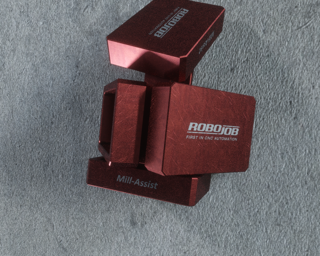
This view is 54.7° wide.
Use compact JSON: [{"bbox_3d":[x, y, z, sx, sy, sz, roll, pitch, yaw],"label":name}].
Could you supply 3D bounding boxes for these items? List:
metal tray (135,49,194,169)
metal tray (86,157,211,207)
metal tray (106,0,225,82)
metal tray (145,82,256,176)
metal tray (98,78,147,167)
[{"bbox_3d":[0.009,-0.021,0.371,0.030,0.090,0.129,8,93,19],"label":"metal tray"},{"bbox_3d":[-0.010,0.058,0.378,0.130,0.090,0.030,8,93,19],"label":"metal tray"},{"bbox_3d":[0.011,-0.109,0.357,0.090,0.130,0.030,19,137,18],"label":"metal tray"},{"bbox_3d":[0.049,0.003,0.339,0.030,0.131,0.089,9,94,53],"label":"metal tray"},{"bbox_3d":[-0.050,-0.009,0.375,0.030,0.130,0.089,5,92,-17],"label":"metal tray"}]
